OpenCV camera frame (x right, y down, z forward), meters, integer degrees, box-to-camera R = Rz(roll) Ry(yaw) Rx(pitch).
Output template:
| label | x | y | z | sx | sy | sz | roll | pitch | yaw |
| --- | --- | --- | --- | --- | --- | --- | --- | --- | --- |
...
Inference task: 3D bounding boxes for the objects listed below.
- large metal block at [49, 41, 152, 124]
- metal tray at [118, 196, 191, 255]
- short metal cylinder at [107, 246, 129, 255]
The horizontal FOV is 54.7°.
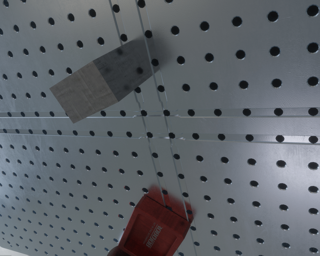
| label | x | y | z | sx | sy | sz | roll | pitch | yaw |
| --- | --- | --- | --- | --- | --- | --- | --- | --- | --- |
| large metal block | -0.070 | -0.056 | 0.378 | 0.080 | 0.080 | 0.050 | -20 | 108 | 36 |
| metal tray | -0.013 | 0.184 | 0.529 | 0.090 | 0.030 | 0.129 | 29 | 128 | 9 |
| short metal cylinder | -0.071 | 0.268 | 0.579 | 0.080 | 0.080 | 0.050 | 34 | 129 | 5 |
